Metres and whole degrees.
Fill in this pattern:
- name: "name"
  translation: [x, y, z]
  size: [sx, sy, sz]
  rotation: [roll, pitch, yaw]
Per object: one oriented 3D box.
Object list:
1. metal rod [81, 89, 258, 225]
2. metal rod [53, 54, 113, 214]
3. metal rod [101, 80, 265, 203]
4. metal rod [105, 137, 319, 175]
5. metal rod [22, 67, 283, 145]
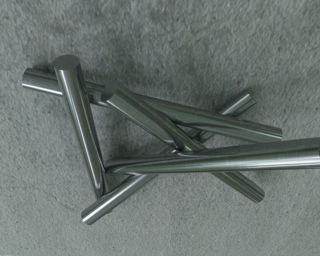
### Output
- name: "metal rod"
  translation: [0.000, 0.050, 0.425]
  size: [0.299, 0.025, 0.025]
  rotation: [-38, 121, 19]
- name: "metal rod"
  translation: [-0.090, 0.035, 0.408]
  size: [0.025, 0.025, 0.298]
  rotation: [0, 139, 0]
- name: "metal rod"
  translation: [0.050, 0.034, 0.389]
  size: [0.025, 0.025, 0.301]
  rotation: [-35, 131, 25]
- name: "metal rod"
  translation: [0.028, 0.039, 0.349]
  size: [0.299, 0.025, 0.025]
  rotation: [-11, 137, 47]
- name: "metal rod"
  translation: [-0.006, -0.023, 0.363]
  size: [0.302, 0.025, 0.025]
  rotation: [13, 129, -3]
